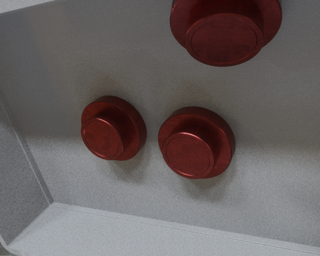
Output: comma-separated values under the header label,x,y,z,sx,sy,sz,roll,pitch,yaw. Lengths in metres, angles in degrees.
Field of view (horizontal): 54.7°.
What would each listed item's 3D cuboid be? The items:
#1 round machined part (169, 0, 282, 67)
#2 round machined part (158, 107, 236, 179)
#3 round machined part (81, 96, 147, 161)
label,x,y,z,sx,sy,sz,roll,pitch,yaw
round machined part,0.058,-0.092,0.279,0.099,0.042,0.098,5,155,3
round machined part,0.042,0.026,0.392,0.098,0.042,0.097,13,124,21
round machined part,-0.072,0.007,0.440,0.098,0.042,0.097,13,124,21
